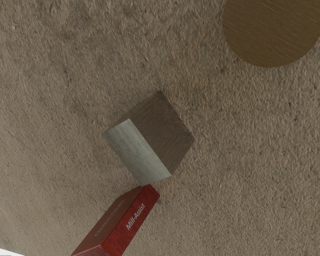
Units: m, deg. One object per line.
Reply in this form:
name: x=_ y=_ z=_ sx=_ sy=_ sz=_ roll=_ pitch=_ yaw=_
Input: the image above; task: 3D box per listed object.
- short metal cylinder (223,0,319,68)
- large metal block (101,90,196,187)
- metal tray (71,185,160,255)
short metal cylinder: x=0.102 y=-0.100 z=0.275 sx=0.080 sy=0.050 sz=0.079 roll=13 pitch=124 yaw=21
large metal block: x=-0.011 y=0.011 z=0.384 sx=0.050 sy=0.080 sz=0.080 roll=-27 pitch=104 yaw=37
metal tray: x=-0.063 y=0.143 z=0.461 sx=0.090 sy=0.131 sz=0.030 roll=-35 pitch=99 yaw=38
